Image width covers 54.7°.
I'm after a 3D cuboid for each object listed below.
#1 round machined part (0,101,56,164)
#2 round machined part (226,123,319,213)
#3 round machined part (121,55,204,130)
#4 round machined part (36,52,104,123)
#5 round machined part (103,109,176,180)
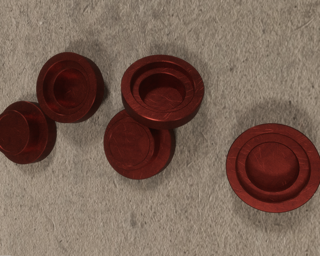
[{"bbox_3d":[-0.212,0.007,0.473,0.098,0.042,0.097,0,90,19],"label":"round machined part"},{"bbox_3d":[0.128,0.043,0.355,0.098,0.042,0.097,0,90,19],"label":"round machined part"},{"bbox_3d":[0.002,-0.040,0.382,0.099,0.042,0.098,2,60,-3],"label":"round machined part"},{"bbox_3d":[-0.122,-0.055,0.442,0.098,0.042,0.097,0,90,19],"label":"round machined part"},{"bbox_3d":[-0.032,0.020,0.410,0.098,0.042,0.097,0,90,19],"label":"round machined part"}]
